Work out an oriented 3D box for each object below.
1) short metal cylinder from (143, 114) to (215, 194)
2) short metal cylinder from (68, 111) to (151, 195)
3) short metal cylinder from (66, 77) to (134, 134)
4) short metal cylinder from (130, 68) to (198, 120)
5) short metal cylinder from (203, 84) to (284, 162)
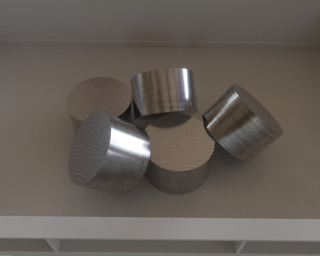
[{"bbox_3d":[0.020,0.030,0.362,0.081,0.050,0.080,0,50,0],"label":"short metal cylinder"},{"bbox_3d":[-0.056,0.028,0.335,0.050,0.080,0.080,24,37,-38],"label":"short metal cylinder"},{"bbox_3d":[-0.076,-0.021,0.402,0.081,0.050,0.080,0,50,0],"label":"short metal cylinder"},{"bbox_3d":[0.005,-0.040,0.391,0.081,0.080,0.050,-6,86,-6],"label":"short metal cylinder"},{"bbox_3d":[0.097,-0.006,0.367,0.080,0.050,0.080,35,26,-19],"label":"short metal cylinder"}]
